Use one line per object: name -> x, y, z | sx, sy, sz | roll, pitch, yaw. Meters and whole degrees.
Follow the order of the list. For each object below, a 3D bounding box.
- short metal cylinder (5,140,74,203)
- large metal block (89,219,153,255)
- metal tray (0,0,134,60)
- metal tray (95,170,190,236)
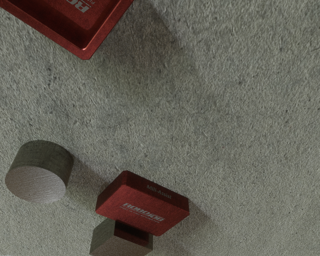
short metal cylinder -> -0.170, 0.063, 0.443 | 0.081, 0.050, 0.079 | 0, 130, 0
large metal block -> -0.069, 0.202, 0.562 | 0.080, 0.050, 0.080 | 31, 124, -24
metal tray -> -0.099, -0.135, 0.287 | 0.131, 0.030, 0.090 | 32, 123, -25
metal tray -> -0.028, 0.129, 0.513 | 0.131, 0.030, 0.090 | 29, 124, -23
